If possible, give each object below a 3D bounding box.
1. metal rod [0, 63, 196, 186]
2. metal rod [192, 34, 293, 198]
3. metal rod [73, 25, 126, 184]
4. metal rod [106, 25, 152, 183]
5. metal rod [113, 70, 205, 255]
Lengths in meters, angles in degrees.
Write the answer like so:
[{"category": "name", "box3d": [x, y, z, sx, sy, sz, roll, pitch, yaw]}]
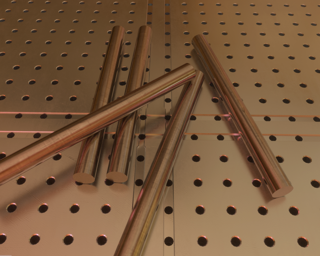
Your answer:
[{"category": "metal rod", "box3d": [-0.076, -0.010, 0.380, 0.302, 0.025, 0.025, -31, 57, -24]}, {"category": "metal rod", "box3d": [0.102, -0.039, 0.442, 0.025, 0.025, 0.300, -10, 51, -9]}, {"category": "metal rod", "box3d": [-0.080, -0.056, 0.453, 0.025, 0.025, 0.300, 2, 50, 2]}, {"category": "metal rod", "box3d": [-0.038, -0.057, 0.455, 0.025, 0.025, 0.300, 4, 50, 3]}, {"category": "metal rod", "box3d": [0.009, 0.030, 0.382, 0.025, 0.025, 0.300, 14, 51, 11]}]
